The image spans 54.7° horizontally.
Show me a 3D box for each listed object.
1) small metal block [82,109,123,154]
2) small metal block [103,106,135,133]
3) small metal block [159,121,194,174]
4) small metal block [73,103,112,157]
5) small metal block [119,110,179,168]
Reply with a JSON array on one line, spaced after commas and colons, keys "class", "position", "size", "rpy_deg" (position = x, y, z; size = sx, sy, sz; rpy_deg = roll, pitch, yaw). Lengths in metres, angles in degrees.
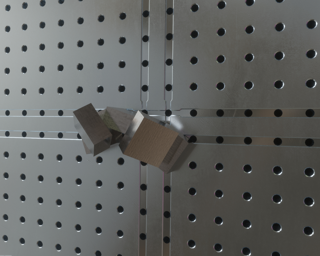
[{"class": "small metal block", "position": [-0.085, 0.005, 0.441], "size": [0.050, 0.025, 0.050], "rpy_deg": [-20, 83, 18]}, {"class": "small metal block", "position": [-0.041, -0.008, 0.413], "size": [0.050, 0.050, 0.025], "rpy_deg": [20, 97, 18]}, {"class": "small metal block", "position": [0.007, 0.024, 0.409], "size": [0.050, 0.025, 0.050], "rpy_deg": [37, 102, 16]}, {"class": "small metal block", "position": [-0.087, 0.003, 0.399], "size": [0.025, 0.050, 0.050], "rpy_deg": [-30, 78, -22]}, {"class": "small metal block", "position": [-0.014, 0.014, 0.375], "size": [0.050, 0.025, 0.050], "rpy_deg": [25, 101, -27]}]
